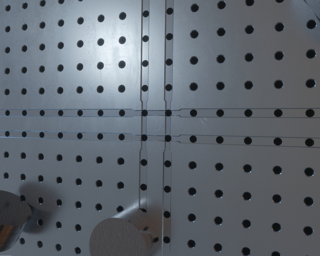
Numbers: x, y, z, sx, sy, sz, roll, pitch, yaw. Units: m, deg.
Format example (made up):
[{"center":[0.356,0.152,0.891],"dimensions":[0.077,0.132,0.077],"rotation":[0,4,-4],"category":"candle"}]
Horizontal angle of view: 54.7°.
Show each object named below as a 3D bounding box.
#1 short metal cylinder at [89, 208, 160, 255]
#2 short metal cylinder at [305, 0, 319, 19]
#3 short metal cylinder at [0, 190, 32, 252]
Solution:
[{"center":[-0.046,0.153,0.414],"dimensions":[0.080,0.050,0.079],"rotation":[0,90,19],"category":"short metal cylinder"},{"center":[0.184,-0.152,0.319],"dimensions":[0.050,0.080,0.080],"rotation":[-34,80,17],"category":"short metal cylinder"},{"center":[-0.245,0.139,0.468],"dimensions":[0.080,0.080,0.050],"rotation":[35,101,16],"category":"short metal cylinder"}]
